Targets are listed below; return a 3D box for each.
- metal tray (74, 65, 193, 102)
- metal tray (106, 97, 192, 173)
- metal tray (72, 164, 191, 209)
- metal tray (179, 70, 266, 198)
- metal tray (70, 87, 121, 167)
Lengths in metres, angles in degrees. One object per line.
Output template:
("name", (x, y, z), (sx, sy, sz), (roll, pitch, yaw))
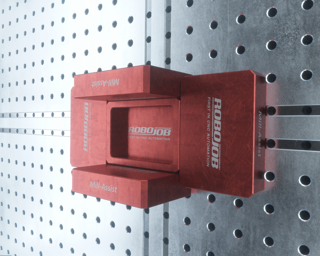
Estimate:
("metal tray", (-0.035, -0.052, 0.394), (0.130, 0.091, 0.030), (1, 91, 39))
("metal tray", (-0.018, 0.007, 0.416), (0.130, 0.030, 0.089), (1, 91, 39))
("metal tray", (-0.037, 0.068, 0.394), (0.130, 0.091, 0.030), (1, 91, 39))
("metal tray", (0.068, 0.005, 0.347), (0.090, 0.030, 0.129), (1, 91, 38))
("metal tray", (-0.102, -0.001, 0.487), (0.090, 0.030, 0.129), (1, 91, 39))
